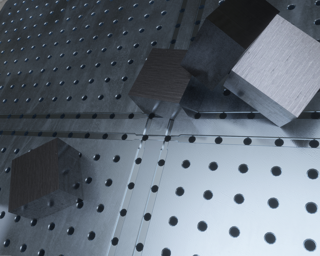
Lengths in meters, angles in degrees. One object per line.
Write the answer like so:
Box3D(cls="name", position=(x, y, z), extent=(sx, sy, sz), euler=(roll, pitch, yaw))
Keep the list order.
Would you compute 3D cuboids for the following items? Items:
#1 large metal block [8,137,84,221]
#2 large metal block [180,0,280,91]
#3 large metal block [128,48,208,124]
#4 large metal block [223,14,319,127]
Box3D(cls="large metal block", position=(-0.158, 0.072, 0.432), extent=(0.080, 0.050, 0.080), euler=(-25, 53, 13))
Box3D(cls="large metal block", position=(0.077, -0.101, 0.355), extent=(0.050, 0.080, 0.080), euler=(41, 61, 4))
Box3D(cls="large metal block", position=(0.017, -0.059, 0.421), extent=(0.080, 0.050, 0.080), euler=(13, 68, 33))
Box3D(cls="large metal block", position=(0.130, -0.060, 0.340), extent=(0.080, 0.050, 0.080), euler=(38, 82, 8))
